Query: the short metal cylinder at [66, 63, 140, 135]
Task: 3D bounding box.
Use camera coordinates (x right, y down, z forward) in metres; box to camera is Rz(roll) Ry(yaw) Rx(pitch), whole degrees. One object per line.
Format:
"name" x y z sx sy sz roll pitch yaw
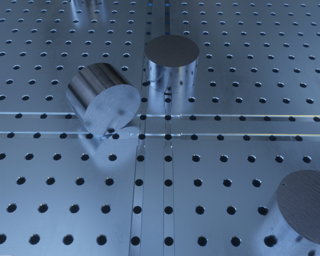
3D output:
"short metal cylinder" -0.073 -0.037 0.402 0.081 0.080 0.050 -28 56 -22

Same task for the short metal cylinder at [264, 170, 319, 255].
"short metal cylinder" 0.154 0.090 0.318 0.081 0.050 0.080 0 50 0

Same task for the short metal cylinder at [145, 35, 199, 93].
"short metal cylinder" 0.018 -0.099 0.475 0.081 0.050 0.080 1 50 0

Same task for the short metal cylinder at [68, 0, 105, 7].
"short metal cylinder" -0.154 -0.293 0.635 0.081 0.050 0.080 0 50 0
